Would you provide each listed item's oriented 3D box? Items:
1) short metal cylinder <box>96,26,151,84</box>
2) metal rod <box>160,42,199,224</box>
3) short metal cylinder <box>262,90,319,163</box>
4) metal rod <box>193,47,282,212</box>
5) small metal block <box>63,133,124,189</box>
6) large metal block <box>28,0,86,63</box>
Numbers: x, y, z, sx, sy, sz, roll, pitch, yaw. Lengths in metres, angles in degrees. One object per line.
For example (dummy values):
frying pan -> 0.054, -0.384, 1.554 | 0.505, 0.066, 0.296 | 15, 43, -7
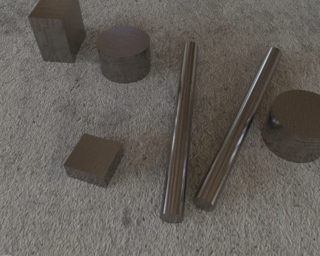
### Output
short metal cylinder -> -0.055, -0.115, 0.483 | 0.081, 0.050, 0.080 | 0, 50, 0
metal rod -> 0.032, -0.019, 0.419 | 0.025, 0.025, 0.300 | 6, 50, 5
short metal cylinder -> 0.176, -0.003, 0.391 | 0.081, 0.050, 0.080 | 0, 50, 0
metal rod -> 0.117, -0.019, 0.420 | 0.025, 0.025, 0.301 | 22, 53, 17
small metal block -> -0.078, 0.038, 0.371 | 0.050, 0.025, 0.050 | 15, 52, 12
large metal block -> -0.163, -0.164, 0.504 | 0.050, 0.080, 0.080 | 5, 50, 4
